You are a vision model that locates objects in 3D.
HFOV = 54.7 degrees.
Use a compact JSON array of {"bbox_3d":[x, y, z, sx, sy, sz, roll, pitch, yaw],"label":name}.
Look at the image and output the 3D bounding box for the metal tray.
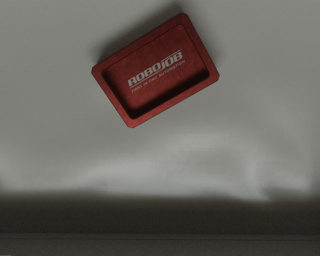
[{"bbox_3d":[-0.005,-0.069,0.383,0.130,0.030,0.090,-29,108,10],"label":"metal tray"}]
